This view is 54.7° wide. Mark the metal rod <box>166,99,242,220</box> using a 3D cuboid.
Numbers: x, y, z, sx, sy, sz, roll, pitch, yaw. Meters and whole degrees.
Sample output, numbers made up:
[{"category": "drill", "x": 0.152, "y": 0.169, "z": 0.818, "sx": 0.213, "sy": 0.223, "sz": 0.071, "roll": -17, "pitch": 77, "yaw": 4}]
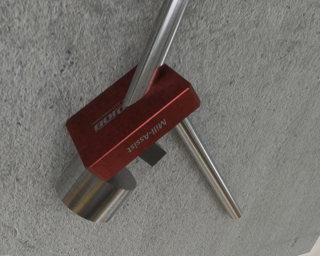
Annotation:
[{"category": "metal rod", "x": 0.079, "y": 0.067, "z": 0.493, "sx": 0.025, "sy": 0.025, "sz": 0.299, "roll": -37, "pitch": 130, "yaw": -4}]

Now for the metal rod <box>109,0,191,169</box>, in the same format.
[{"category": "metal rod", "x": 0.003, "y": -0.095, "z": 0.321, "sx": 0.025, "sy": 0.025, "sz": 0.298, "roll": 17, "pitch": 100, "yaw": -35}]

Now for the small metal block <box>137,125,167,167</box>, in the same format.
[{"category": "small metal block", "x": -0.025, "y": 0.015, "z": 0.388, "sx": 0.025, "sy": 0.050, "sz": 0.050, "roll": -45, "pitch": 130, "yaw": 3}]

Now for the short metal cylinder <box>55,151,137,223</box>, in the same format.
[{"category": "short metal cylinder", "x": -0.076, "y": 0.066, "z": 0.372, "sx": 0.080, "sy": 0.080, "sz": 0.050, "roll": 30, "pitch": 102, "yaw": -38}]

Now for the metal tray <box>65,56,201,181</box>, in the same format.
[{"category": "metal tray", "x": -0.033, "y": -0.015, "z": 0.337, "sx": 0.130, "sy": 0.090, "sz": 0.030, "roll": -39, "pitch": 133, "yaw": -2}]
